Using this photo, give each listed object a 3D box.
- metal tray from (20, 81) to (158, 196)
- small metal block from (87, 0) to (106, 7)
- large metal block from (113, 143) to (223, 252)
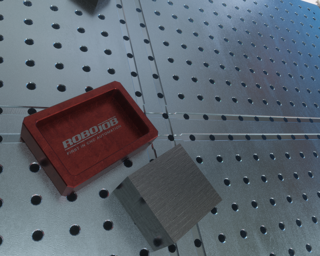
[{"bbox_3d":[-0.077,0.006,0.359,0.131,0.030,0.090,-31,79,-38],"label":"metal tray"},{"bbox_3d":[-0.105,-0.227,0.490,0.050,0.025,0.050,36,51,-4],"label":"small metal block"},{"bbox_3d":[0.008,0.076,0.350,0.081,0.050,0.080,-29,78,-37],"label":"large metal block"}]
